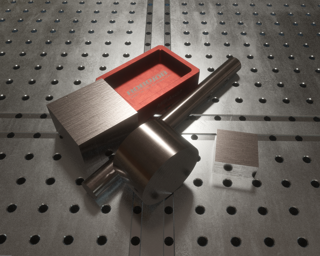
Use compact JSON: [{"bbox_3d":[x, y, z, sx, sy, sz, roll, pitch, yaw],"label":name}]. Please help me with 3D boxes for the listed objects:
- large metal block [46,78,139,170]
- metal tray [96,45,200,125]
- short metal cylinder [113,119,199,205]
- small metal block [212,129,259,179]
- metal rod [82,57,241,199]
[{"bbox_3d":[-0.084,-0.008,0.397,0.081,0.050,0.080,-32,57,-24],"label":"large metal block"},{"bbox_3d":[-0.017,-0.068,0.460,0.131,0.030,0.090,-35,59,-26],"label":"metal tray"},{"bbox_3d":[-0.004,0.037,0.341,0.080,0.080,0.050,-33,58,-25],"label":"short metal cylinder"},{"bbox_3d":[0.093,0.031,0.383,0.050,0.025,0.050,8,50,6],"label":"small metal block"},{"bbox_3d":[0.020,-0.016,0.420,0.025,0.025,0.302,34,57,25],"label":"metal rod"}]
